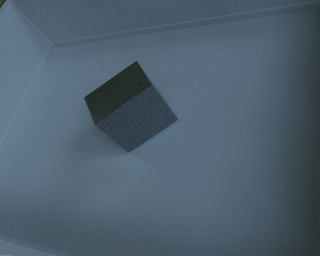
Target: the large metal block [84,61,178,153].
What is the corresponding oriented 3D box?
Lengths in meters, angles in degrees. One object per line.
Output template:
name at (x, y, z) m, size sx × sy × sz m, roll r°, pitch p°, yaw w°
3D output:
large metal block at (-0.035, -0.025, 0.399) m, size 0.080 × 0.080 × 0.050 m, roll -34°, pitch 52°, yaw 5°
